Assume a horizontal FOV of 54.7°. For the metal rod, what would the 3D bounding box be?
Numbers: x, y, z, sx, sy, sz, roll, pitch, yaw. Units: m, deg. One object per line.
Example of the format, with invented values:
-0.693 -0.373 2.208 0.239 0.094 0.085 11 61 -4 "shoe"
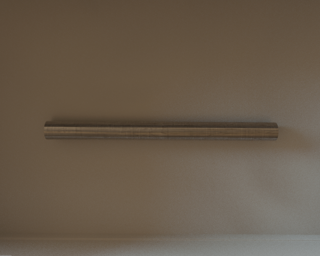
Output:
0.002 0.004 0.411 0.302 0.025 0.025 0 110 -1 "metal rod"
